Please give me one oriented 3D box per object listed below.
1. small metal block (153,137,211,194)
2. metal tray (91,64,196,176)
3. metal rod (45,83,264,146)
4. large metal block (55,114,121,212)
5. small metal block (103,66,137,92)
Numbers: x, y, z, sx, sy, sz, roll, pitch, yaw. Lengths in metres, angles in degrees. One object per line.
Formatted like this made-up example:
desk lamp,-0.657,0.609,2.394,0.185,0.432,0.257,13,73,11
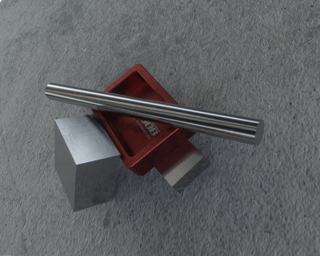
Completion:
small metal block,0.023,0.040,0.368,0.050,0.025,0.050,-43,51,-2
metal tray,-0.026,-0.015,0.391,0.090,0.030,0.130,-39,51,1
metal rod,-0.032,-0.024,0.365,0.300,0.025,0.025,13,68,33
large metal block,-0.093,0.041,0.381,0.050,0.079,0.080,-11,43,-30
small metal block,-0.050,-0.057,0.465,0.050,0.025,0.050,-39,51,2
